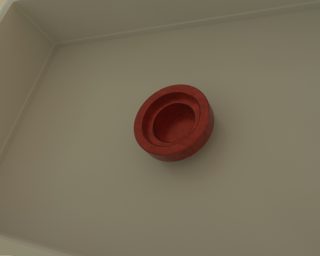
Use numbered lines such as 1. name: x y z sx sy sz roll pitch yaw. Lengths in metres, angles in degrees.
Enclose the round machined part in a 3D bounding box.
1. round machined part: 0.020 -0.003 0.387 0.098 0.042 0.098 -13 56 21
